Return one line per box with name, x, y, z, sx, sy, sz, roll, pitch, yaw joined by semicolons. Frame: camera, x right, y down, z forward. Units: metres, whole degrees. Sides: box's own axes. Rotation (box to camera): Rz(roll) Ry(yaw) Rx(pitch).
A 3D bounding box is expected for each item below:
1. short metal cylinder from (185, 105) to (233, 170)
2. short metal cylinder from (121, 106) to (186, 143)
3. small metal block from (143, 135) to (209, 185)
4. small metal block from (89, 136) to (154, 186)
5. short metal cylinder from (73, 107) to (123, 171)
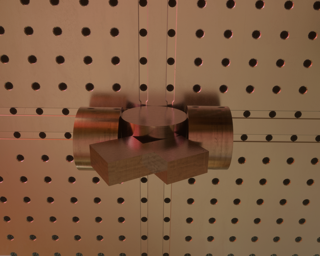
short metal cylinder;0.058;0.012;0.388;0.050;0.080;0.079;1;110;0
short metal cylinder;-0.007;0.008;0.386;0.081;0.080;0.050;1;110;-1
small metal block;0.016;0.032;0.330;0.050;0.050;0.025;-11;113;-29
small metal block;-0.040;0.032;0.325;0.050;0.050;0.025;-11;114;-30
short metal cylinder;-0.073;0.013;0.388;0.050;0.080;0.079;1;110;0
